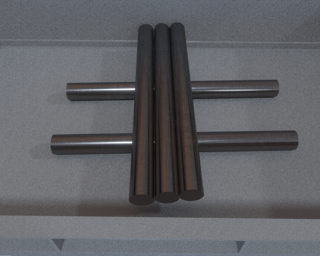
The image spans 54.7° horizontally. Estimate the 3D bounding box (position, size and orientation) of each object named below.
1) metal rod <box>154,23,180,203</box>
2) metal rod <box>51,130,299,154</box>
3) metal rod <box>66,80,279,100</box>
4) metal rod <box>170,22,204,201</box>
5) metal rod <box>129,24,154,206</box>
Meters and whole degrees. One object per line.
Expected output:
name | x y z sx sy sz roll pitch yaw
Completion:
metal rod | 0.005 -0.045 0.407 0.025 0.025 0.300 -1 50 -1
metal rod | 0.019 0.018 0.389 0.302 0.025 0.025 -1 50 -1
metal rod | 0.019 -0.056 0.450 0.302 0.025 0.025 -1 50 -1
metal rod | 0.030 -0.047 0.409 0.025 0.025 0.300 -1 50 -1
metal rod | -0.021 -0.043 0.405 0.025 0.025 0.300 -1 50 -1
